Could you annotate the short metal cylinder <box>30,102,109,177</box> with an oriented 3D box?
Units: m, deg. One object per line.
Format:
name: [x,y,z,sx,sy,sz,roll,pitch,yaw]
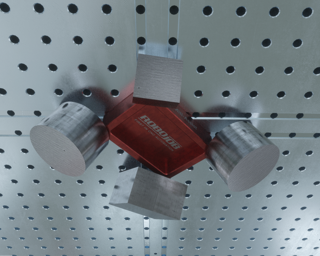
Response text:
short metal cylinder: [-0.112,0.014,0.386,0.080,0.050,0.079,17,134,19]

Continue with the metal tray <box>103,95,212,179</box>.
metal tray: [-0.001,0.010,0.415,0.090,0.030,0.130,-34,123,25]

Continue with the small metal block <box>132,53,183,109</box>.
small metal block: [-0.003,-0.052,0.347,0.050,0.050,0.025,7,168,-6]

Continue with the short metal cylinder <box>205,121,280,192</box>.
short metal cylinder: [0.108,0.038,0.408,0.081,0.050,0.079,-18,134,-20]

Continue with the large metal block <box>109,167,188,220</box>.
large metal block: [-0.019,0.099,0.456,0.080,0.050,0.080,24,157,-20]
